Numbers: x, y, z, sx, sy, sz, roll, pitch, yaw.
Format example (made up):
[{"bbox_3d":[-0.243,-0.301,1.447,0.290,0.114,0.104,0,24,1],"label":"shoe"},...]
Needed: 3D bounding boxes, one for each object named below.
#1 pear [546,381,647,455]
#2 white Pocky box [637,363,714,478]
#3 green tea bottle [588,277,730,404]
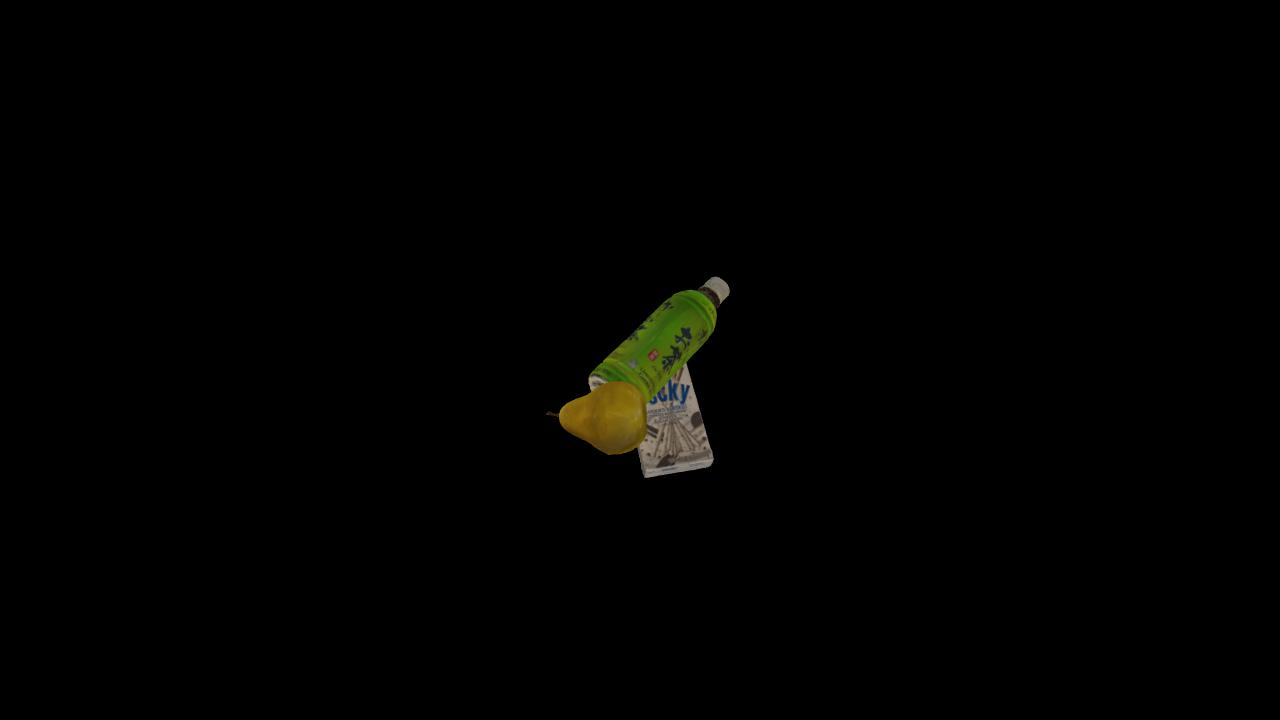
[{"bbox_3d":[-0.049,0.062,0.651,0.111,0.080,0.080,-6,-1,6],"label":"pear"},{"bbox_3d":[0.029,0.059,0.734,0.084,0.154,0.028,-8,-29,-10],"label":"white Pocky box"},{"bbox_3d":[0.032,-0.024,0.718,0.212,0.073,0.073,-46,25,-27],"label":"green tea bottle"}]
